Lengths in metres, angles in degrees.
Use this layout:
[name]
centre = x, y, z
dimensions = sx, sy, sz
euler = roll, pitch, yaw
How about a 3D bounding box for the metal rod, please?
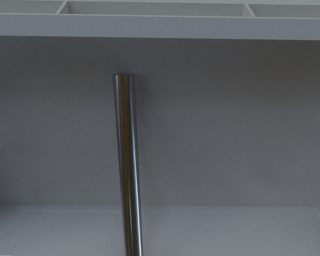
[metal rod]
centre = -0.038, 0.081, 0.399
dimensions = 0.025, 0.025, 0.298
euler = -1, 106, 1
